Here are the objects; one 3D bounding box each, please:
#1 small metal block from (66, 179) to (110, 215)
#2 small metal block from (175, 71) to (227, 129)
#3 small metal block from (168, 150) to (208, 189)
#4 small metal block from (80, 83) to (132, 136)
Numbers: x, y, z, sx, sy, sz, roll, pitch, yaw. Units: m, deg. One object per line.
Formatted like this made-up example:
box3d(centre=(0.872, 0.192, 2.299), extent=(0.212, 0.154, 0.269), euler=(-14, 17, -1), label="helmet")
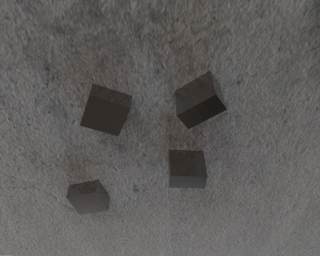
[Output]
box3d(centre=(-0.115, 0.113, 0.502), extent=(0.050, 0.025, 0.050), euler=(-12, 129, 9), label="small metal block")
box3d(centre=(0.046, -0.033, 0.363), extent=(0.050, 0.050, 0.025), euler=(-28, 125, 22), label="small metal block")
box3d(centre=(0.038, 0.058, 0.441), extent=(0.050, 0.050, 0.025), euler=(2, 130, -3), label="small metal block")
box3d(centre=(-0.068, -0.022, 0.388), extent=(0.050, 0.025, 0.050), euler=(17, 128, -15), label="small metal block")
